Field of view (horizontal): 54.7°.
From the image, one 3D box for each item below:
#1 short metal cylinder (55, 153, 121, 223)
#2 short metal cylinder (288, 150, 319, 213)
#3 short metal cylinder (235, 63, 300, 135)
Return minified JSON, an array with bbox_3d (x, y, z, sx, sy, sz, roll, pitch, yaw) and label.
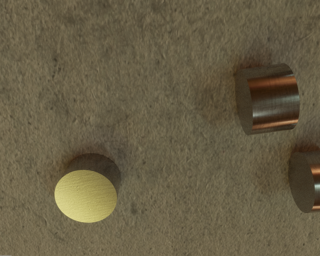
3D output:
[{"bbox_3d":[-0.096,0.081,0.425,0.081,0.050,0.079,0,110,-1],"label":"short metal cylinder"},{"bbox_3d":[0.211,0.070,0.409,0.050,0.080,0.079,-4,110,1],"label":"short metal cylinder"},{"bbox_3d":[0.125,-0.034,0.370,0.050,0.080,0.079,-8,110,3],"label":"short metal cylinder"}]
